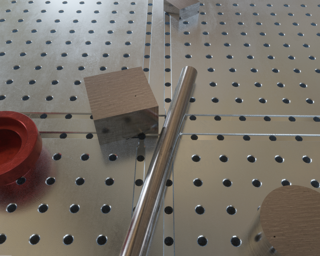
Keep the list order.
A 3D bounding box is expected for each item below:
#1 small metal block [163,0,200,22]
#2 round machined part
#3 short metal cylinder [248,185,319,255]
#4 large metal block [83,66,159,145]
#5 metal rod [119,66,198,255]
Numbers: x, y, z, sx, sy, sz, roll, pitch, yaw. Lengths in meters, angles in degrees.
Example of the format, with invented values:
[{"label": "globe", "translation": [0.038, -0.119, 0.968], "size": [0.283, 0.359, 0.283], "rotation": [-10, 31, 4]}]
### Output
[{"label": "small metal block", "translation": [0.042, -0.240, 0.610], "size": [0.050, 0.025, 0.050], "rotation": [-29, 56, -23]}, {"label": "round machined part", "translation": [-0.191, 0.029, 0.370], "size": [0.099, 0.042, 0.098], "rotation": [0, 50, 0]}, {"label": "short metal cylinder", "translation": [0.134, 0.104, 0.306], "size": [0.081, 0.050, 0.080], "rotation": [0, 50, 0]}, {"label": "large metal block", "translation": [-0.052, -0.031, 0.417], "size": [0.081, 0.050, 0.080], "rotation": [-13, 52, -12]}, {"label": "metal rod", "translation": [0.008, 0.025, 0.386], "size": [0.025, 0.025, 0.300], "rotation": [12, 51, 9]}]
